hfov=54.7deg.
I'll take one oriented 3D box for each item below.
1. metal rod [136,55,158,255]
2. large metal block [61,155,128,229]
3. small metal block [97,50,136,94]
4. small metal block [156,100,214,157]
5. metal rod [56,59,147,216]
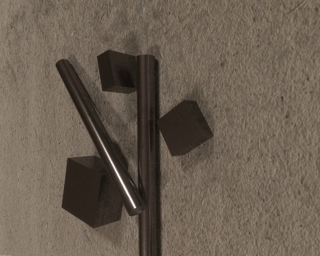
[{"bbox_3d":[-0.017,0.053,0.417,0.025,0.025,0.298,-1,89,39],"label":"metal rod"},{"bbox_3d":[-0.100,0.092,0.468,0.080,0.050,0.079,15,100,38],"label":"large metal block"},{"bbox_3d":[-0.057,-0.077,0.433,0.025,0.050,0.050,-17,79,38],"label":"small metal block"},{"bbox_3d":[0.030,0.001,0.379,0.050,0.025,0.050,-37,68,33],"label":"small metal block"},{"bbox_3d":[-0.099,-0.003,0.466,0.025,0.025,0.300,-51,55,27],"label":"metal rod"}]
